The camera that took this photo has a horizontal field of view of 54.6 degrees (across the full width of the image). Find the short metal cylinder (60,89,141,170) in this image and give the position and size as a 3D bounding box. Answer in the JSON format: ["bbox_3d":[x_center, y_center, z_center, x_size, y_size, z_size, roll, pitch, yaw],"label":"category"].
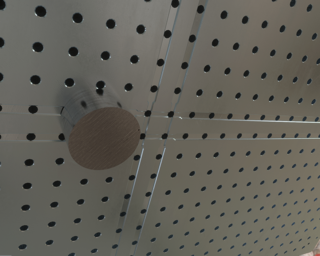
[{"bbox_3d":[-0.069,0.001,0.357,0.081,0.050,0.080,-14,124,-21],"label":"short metal cylinder"}]
